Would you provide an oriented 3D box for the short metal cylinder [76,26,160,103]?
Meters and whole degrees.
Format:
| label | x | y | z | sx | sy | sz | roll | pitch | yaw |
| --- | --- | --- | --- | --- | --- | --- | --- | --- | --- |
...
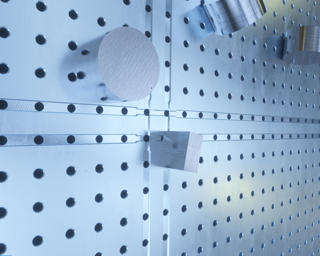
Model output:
| label | x | y | z | sx | sy | sz | roll | pitch | yaw |
| --- | --- | --- | --- | --- | --- | --- | --- | --- | --- |
| short metal cylinder | -0.047 | -0.069 | 0.353 | 0.081 | 0.050 | 0.079 | 0 | 90 | -40 |

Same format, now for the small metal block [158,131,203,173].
| label | x | y | z | sx | sy | sz | roll | pitch | yaw |
| --- | --- | --- | --- | --- | --- | --- | --- | --- | --- |
| small metal block | 0.027 | 0.031 | 0.416 | 0.025 | 0.050 | 0.050 | 17 | 79 | -39 |

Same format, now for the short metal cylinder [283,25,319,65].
| label | x | y | z | sx | sy | sz | roll | pitch | yaw |
| --- | --- | --- | --- | --- | --- | --- | --- | --- | --- |
| short metal cylinder | 0.289 | -0.162 | 0.616 | 0.081 | 0.080 | 0.050 | 12 | 82 | -40 |

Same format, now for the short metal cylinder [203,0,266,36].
| label | x | y | z | sx | sy | sz | roll | pitch | yaw |
| --- | --- | --- | --- | --- | --- | --- | --- | --- | --- |
| short metal cylinder | 0.112 | -0.183 | 0.466 | 0.080 | 0.080 | 0.050 | -47 | 118 | -30 |
